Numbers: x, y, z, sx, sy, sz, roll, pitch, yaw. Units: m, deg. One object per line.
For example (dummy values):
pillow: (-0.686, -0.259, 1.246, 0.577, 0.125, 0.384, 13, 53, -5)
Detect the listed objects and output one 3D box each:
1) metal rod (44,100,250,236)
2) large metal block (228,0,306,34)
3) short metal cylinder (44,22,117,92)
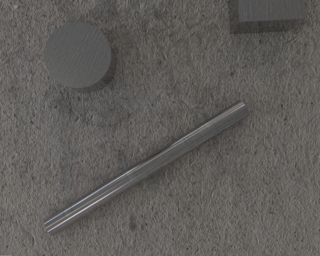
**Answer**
metal rod: (-0.017, 0.052, 0.409, 0.301, 0.025, 0.025, -32, 90, 0)
large metal block: (0.134, -0.170, 0.399, 0.081, 0.050, 0.080, -3, 90, 0)
short metal cylinder: (-0.099, -0.088, 0.397, 0.081, 0.050, 0.080, 0, 90, 0)
